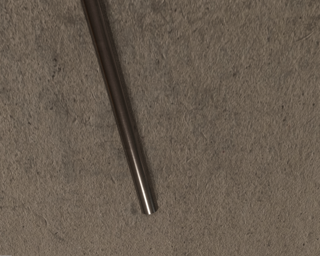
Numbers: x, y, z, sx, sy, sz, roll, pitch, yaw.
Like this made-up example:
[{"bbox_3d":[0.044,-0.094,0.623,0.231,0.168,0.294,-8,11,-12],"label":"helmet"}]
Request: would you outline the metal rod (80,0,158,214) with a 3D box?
[{"bbox_3d":[-0.047,-0.018,0.402,0.025,0.025,0.298,-12,110,4],"label":"metal rod"}]
